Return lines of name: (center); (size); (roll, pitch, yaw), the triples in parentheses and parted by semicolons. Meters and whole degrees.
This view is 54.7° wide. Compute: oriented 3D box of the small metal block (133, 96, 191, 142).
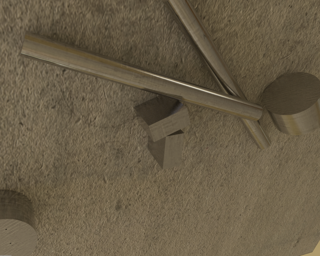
small metal block: (0.002, -0.015, 0.382); (0.050, 0.050, 0.025); (-26, 128, -13)

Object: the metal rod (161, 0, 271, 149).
metal rod: (0.092, -0.058, 0.421); (0.025, 0.025, 0.300); (-43, 130, 1)

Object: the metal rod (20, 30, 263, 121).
metal rod: (0.003, -0.050, 0.359); (0.302, 0.025, 0.025); (12, 112, -28)

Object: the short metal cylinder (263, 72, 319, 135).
short metal cylinder: (0.200, -0.036, 0.458); (0.080, 0.080, 0.050); (-42, 130, 0)

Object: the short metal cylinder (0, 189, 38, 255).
short metal cylinder: (-0.189, 0.119, 0.361); (0.081, 0.050, 0.079); (-14, 124, -21)

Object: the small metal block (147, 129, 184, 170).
small metal block: (0.006, 0.018, 0.405); (0.025, 0.050, 0.050); (-10, 123, -24)
